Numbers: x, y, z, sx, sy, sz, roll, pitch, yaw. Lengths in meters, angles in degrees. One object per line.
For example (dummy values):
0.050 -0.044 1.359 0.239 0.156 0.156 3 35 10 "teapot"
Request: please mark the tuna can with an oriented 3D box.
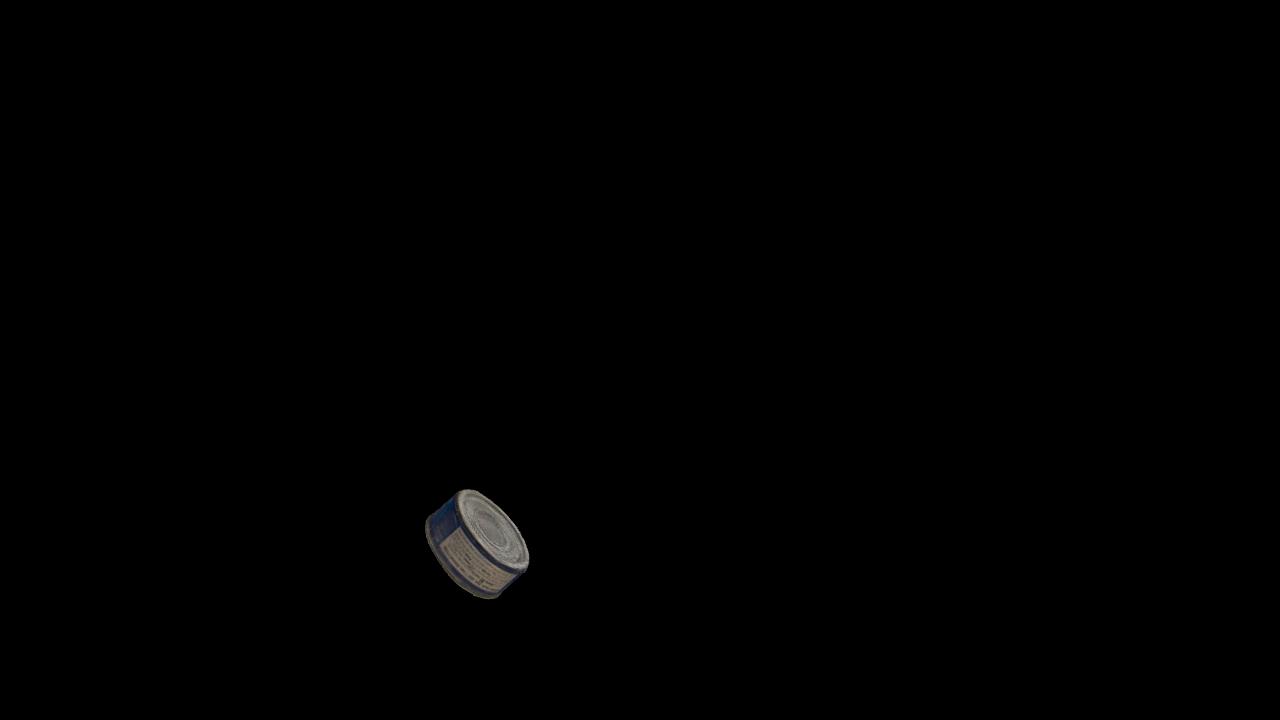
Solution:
-0.127 0.144 0.488 0.034 0.084 0.084 -42 -1 1 "tuna can"
